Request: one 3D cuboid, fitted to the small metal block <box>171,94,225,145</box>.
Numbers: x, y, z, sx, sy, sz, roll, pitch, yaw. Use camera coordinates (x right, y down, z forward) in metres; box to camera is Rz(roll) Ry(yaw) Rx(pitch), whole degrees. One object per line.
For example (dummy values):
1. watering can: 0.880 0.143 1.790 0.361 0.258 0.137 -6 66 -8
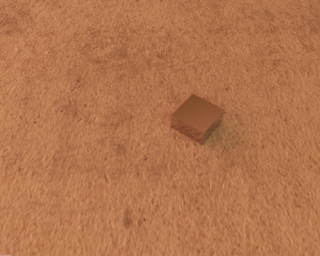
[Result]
1. small metal block: 0.050 -0.013 0.414 0.050 0.025 0.050 30 56 23
